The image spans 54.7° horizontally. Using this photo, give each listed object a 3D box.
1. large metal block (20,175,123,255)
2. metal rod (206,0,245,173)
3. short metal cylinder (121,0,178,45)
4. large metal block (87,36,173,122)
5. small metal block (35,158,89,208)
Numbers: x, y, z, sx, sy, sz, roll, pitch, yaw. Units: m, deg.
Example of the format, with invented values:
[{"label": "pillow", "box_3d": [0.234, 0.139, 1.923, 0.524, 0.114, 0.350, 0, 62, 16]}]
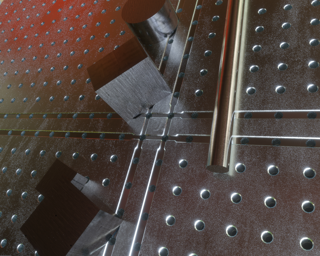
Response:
[{"label": "large metal block", "box_3d": [-0.107, 0.117, 0.375, 0.080, 0.050, 0.080, 29, 77, 37]}, {"label": "metal rod", "box_3d": [0.092, -0.086, 0.411, 0.025, 0.025, 0.299, -2, 60, 27]}, {"label": "short metal cylinder", "box_3d": [-0.016, -0.185, 0.513, 0.080, 0.050, 0.080, -13, 56, 20]}, {"label": "large metal block", "box_3d": [-0.041, -0.066, 0.433, 0.080, 0.080, 0.050, -32, 52, 7]}, {"label": "small metal block", "box_3d": [-0.137, 0.078, 0.430, 0.050, 0.025, 0.050, 24, 74, 36]}]
